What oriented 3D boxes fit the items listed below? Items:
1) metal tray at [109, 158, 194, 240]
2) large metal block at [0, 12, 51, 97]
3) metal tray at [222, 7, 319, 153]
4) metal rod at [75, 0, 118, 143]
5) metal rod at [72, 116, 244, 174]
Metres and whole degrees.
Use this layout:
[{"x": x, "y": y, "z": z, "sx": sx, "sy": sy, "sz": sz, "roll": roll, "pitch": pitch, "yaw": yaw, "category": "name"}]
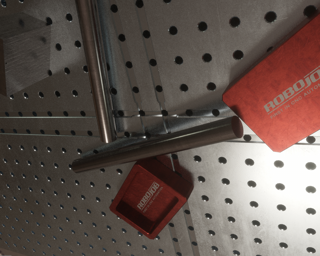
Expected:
[{"x": -0.018, "y": 0.110, "z": 0.483, "sx": 0.090, "sy": 0.030, "sz": 0.129, "roll": 34, "pitch": 129, "yaw": 5, "category": "metal tray"}, {"x": -0.195, "y": -0.100, "z": 0.414, "sx": 0.050, "sy": 0.080, "sz": 0.079, "roll": 26, "pitch": 127, "yaw": 12, "category": "large metal block"}, {"x": 0.139, "y": -0.043, "z": 0.308, "sx": 0.090, "sy": 0.030, "sz": 0.129, "roll": 45, "pitch": 129, "yaw": -4, "category": "metal tray"}, {"x": -0.084, "y": -0.113, "z": 0.383, "sx": 0.025, "sy": 0.025, "sz": 0.298, "roll": 10, "pitch": 123, "yaw": 22, "category": "metal rod"}, {"x": -0.028, "y": 0.032, "z": 0.425, "sx": 0.299, "sy": 0.025, "sz": 0.025, "roll": -17, "pitch": 110, "yaw": 40, "category": "metal rod"}]
